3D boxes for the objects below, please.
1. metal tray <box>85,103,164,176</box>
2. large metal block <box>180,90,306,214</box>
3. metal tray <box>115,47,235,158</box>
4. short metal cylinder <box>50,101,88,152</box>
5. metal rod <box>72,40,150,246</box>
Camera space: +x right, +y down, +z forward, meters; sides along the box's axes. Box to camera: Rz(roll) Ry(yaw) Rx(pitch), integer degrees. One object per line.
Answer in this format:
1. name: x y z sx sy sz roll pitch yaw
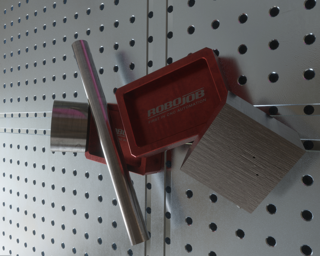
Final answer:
1. metal tray: -0.055 0.011 0.451 0.130 0.030 0.089 9 96 39
2. large metal block: 0.078 0.022 0.305 0.080 0.050 0.080 32 114 2
3. metal tray: 0.017 -0.026 0.367 0.130 0.030 0.090 -22 76 20
4. short metal cylinder: -0.142 -0.002 0.487 0.080 0.050 0.080 -176 89 -75
5. metal rod: -0.073 0.009 0.430 0.025 0.025 0.299 -31 71 35
